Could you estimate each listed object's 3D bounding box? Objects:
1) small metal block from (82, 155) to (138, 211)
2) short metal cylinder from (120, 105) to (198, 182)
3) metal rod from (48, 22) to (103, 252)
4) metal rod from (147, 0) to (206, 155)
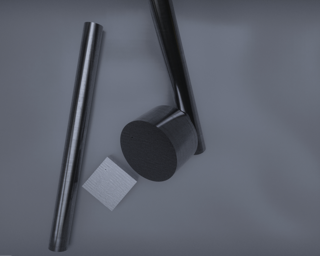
[{"bbox_3d":[-0.065,0.072,0.411,0.050,0.025,0.050,40,90,-1],"label":"small metal block"},{"bbox_3d":[-0.001,0.018,0.379,0.080,0.050,0.079,17,122,29],"label":"short metal cylinder"},{"bbox_3d":[-0.111,0.011,0.409,0.025,0.025,0.298,9,90,-1],"label":"metal rod"},{"bbox_3d":[0.011,-0.096,0.341,0.025,0.025,0.298,-17,119,0],"label":"metal rod"}]
